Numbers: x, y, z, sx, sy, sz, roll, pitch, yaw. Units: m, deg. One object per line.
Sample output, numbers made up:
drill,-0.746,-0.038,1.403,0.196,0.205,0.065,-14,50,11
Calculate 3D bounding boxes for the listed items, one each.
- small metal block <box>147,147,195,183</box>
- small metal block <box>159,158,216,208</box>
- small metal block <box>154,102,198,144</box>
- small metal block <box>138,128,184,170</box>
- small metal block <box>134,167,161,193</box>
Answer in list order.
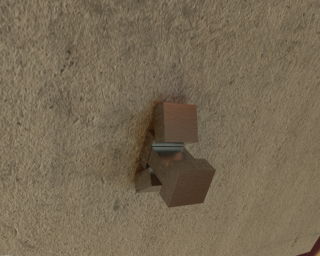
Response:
small metal block,0.019,0.048,0.401,0.050,0.050,0.025,2,117,-30
small metal block,0.032,0.065,0.371,0.050,0.025,0.050,1,118,-29
small metal block,0.021,-0.005,0.403,0.050,0.025,0.050,3,81,-30
small metal block,0.003,0.029,0.431,0.050,0.025,0.050,2,117,-30
small metal block,-0.003,0.073,0.438,0.050,0.025,0.050,2,158,-30
